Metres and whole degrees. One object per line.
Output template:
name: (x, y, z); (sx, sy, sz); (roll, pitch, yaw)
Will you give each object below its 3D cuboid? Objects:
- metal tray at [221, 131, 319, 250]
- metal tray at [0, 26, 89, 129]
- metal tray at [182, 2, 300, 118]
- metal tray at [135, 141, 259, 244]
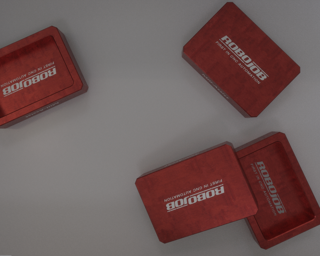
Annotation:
metal tray: (0.144, 0.080, 0.409); (0.090, 0.030, 0.129); (-25, 90, 0)
metal tray: (-0.173, -0.065, 0.407); (0.131, 0.030, 0.090); (-24, 90, 0)
metal tray: (0.105, -0.087, 0.409); (0.130, 0.030, 0.090); (44, 90, 0)
metal tray: (0.045, 0.082, 0.391); (0.130, 0.030, 0.090); (-23, 89, 15)
